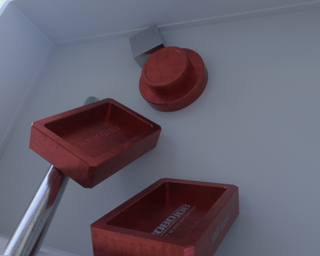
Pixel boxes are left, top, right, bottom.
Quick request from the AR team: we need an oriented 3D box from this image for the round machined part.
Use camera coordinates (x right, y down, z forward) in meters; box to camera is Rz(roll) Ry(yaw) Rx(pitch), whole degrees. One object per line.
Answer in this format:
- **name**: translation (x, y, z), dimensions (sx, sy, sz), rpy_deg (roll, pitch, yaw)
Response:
- **round machined part**: translation (0.013, -0.075, 0.432), dimensions (0.098, 0.042, 0.098), rpy_deg (-13, 56, 20)

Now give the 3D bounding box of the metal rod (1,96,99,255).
- **metal rod**: translation (-0.107, 0.035, 0.354), dimensions (0.025, 0.025, 0.300), rpy_deg (-24, 26, 13)

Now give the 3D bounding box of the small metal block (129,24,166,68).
- **small metal block**: translation (-0.018, -0.131, 0.494), dimensions (0.050, 0.025, 0.050), rpy_deg (-24, 53, 13)

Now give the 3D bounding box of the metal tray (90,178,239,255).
- **metal tray**: translation (0.012, 0.083, 0.285), dimensions (0.090, 0.131, 0.030), rpy_deg (1, 100, 28)

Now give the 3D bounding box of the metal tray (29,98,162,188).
- **metal tray**: translation (-0.069, 0.010, 0.362), dimensions (0.090, 0.131, 0.030), rpy_deg (30, 120, 20)
